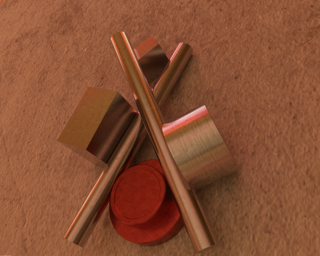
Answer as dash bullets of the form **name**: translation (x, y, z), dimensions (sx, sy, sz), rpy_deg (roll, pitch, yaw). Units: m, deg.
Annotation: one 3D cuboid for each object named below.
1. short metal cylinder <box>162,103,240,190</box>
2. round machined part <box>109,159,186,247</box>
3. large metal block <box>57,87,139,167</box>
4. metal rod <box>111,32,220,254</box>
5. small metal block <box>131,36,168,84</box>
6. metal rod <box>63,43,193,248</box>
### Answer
- **short metal cylinder**: translation (0.044, 0.020, 0.334), dimensions (0.050, 0.080, 0.080), rpy_deg (-28, 52, 10)
- **round machined part**: translation (-0.017, 0.081, 0.353), dimensions (0.098, 0.042, 0.098), rpy_deg (-13, 56, 20)
- **large metal block**: translation (-0.071, 0.004, 0.403), dimensions (0.050, 0.080, 0.080), rpy_deg (12, 68, 33)
- **metal rod**: translation (-0.006, -0.006, 0.367), dimensions (0.025, 0.025, 0.299), rpy_deg (-29, 61, 10)
- **small metal block**: translation (-0.017, -0.097, 0.456), dimensions (0.050, 0.050, 0.025), rpy_deg (-38, 51, 2)
- **metal rod**: translation (-0.028, 0.004, 0.397), dimensions (0.025, 0.025, 0.300), rpy_deg (12, 62, 33)
